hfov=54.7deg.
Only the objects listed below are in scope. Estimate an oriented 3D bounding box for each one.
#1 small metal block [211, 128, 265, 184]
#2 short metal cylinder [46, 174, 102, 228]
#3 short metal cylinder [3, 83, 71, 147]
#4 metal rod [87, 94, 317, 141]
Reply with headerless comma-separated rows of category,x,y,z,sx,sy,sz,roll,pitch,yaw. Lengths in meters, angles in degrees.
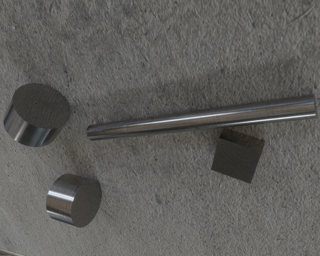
small metal block,0.094,0.034,0.378,0.050,0.025,0.050,19,126,17
short metal cylinder,-0.143,0.121,0.521,0.050,0.080,0.079,9,122,23
short metal cylinder,-0.180,-0.019,0.454,0.080,0.080,0.050,44,129,-3
metal rod,0.028,-0.008,0.387,0.300,0.025,0.025,-6,115,31
